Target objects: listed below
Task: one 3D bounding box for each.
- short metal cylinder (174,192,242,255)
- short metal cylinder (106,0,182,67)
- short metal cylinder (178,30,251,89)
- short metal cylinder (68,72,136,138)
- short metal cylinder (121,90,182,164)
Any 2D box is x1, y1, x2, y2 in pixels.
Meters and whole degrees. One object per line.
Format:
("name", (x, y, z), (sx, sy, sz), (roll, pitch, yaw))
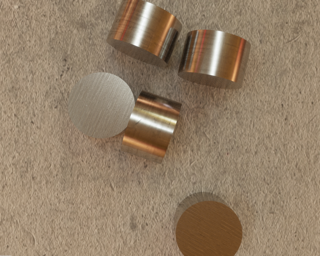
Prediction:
("short metal cylinder", (0.059, 0.127, 0.398), (0.081, 0.050, 0.080), (0, 90, 0))
("short metal cylinder", (-0.019, -0.115, 0.382), (0.080, 0.080, 0.050), (21, 90, 0))
("short metal cylinder", (0.066, -0.082, 0.383), (0.080, 0.080, 0.050), (13, 90, 0))
("short metal cylinder", (-0.070, -0.027, 0.397), (0.081, 0.050, 0.080), (0, 90, 0))
("short metal cylinder", (-0.010, -0.001, 0.382), (0.050, 0.080, 0.080), (19, 90, 0))
